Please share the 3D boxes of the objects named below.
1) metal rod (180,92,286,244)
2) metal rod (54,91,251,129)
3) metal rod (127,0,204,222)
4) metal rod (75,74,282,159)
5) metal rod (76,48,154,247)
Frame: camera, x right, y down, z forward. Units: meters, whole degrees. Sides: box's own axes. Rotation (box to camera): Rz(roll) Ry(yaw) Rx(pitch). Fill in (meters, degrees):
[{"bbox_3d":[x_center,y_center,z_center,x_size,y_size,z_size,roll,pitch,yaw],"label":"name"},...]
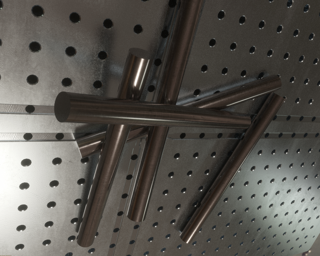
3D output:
[{"bbox_3d":[0.116,0.075,0.523,0.025,0.025,0.298,17,109,-35],"label":"metal rod"},{"bbox_3d":[0.024,-0.014,0.358,0.302,0.025,0.025,2,119,-47],"label":"metal rod"},{"bbox_3d":[0.005,-0.022,0.373,0.025,0.025,0.298,5,107,-31],"label":"metal rod"},{"bbox_3d":[0.038,-0.022,0.420,0.302,0.025,0.025,-19,126,-18],"label":"metal rod"},{"bbox_3d":[-0.064,0.046,0.377,0.025,0.025,0.298,1,127,-29],"label":"metal rod"}]
